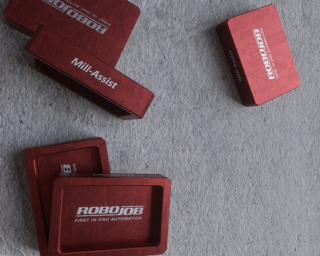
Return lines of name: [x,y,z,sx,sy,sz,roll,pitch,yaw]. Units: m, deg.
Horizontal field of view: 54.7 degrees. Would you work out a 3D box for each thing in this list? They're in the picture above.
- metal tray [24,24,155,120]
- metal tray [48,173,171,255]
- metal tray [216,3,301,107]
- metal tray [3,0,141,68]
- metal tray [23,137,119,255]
metal tray: [-0.079,-0.054,0.345,0.131,0.090,0.030,31,80,-18]
metal tray: [-0.056,0.098,0.353,0.131,0.030,0.089,4,89,-20]
metal tray: [0.148,-0.107,0.460,0.091,0.030,0.129,-24,98,-19]
metal tray: [-0.100,-0.133,0.369,0.131,0.030,0.090,26,81,-18]
metal tray: [-0.103,0.081,0.368,0.091,0.030,0.129,-9,93,-20]
